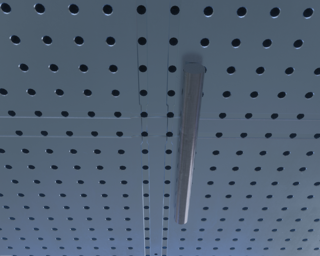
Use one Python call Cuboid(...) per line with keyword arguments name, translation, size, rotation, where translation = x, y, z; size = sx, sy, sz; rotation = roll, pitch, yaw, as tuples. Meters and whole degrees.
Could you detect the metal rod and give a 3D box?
Cuboid(name="metal rod", translation=(0.038, 0.046, 0.450), size=(0.025, 0.025, 0.298), rotation=(0, 130, 0))
